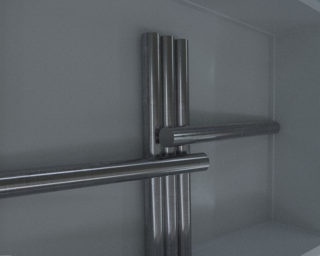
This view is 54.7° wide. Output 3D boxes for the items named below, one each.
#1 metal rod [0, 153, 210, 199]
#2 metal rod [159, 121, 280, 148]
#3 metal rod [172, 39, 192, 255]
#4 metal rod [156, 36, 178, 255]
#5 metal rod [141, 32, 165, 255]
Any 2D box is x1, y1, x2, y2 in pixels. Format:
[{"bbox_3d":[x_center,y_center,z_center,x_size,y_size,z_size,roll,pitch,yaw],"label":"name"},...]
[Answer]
[{"bbox_3d":[-0.067,0.049,0.329,0.303,0.025,0.025,-2,91,-34],"label":"metal rod"},{"bbox_3d":[0.112,0.005,0.479,0.302,0.025,0.025,-3,92,-46],"label":"metal rod"},{"bbox_3d":[0.030,0.028,0.432,0.025,0.025,0.298,-2,91,-40],"label":"metal rod"},{"bbox_3d":[0.010,0.029,0.415,0.025,0.025,0.298,-2,91,-40],"label":"metal rod"},{"bbox_3d":[-0.009,0.030,0.399,0.025,0.025,0.298,-2,91,-40],"label":"metal rod"}]
